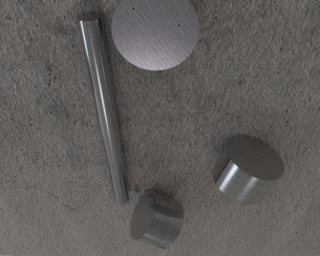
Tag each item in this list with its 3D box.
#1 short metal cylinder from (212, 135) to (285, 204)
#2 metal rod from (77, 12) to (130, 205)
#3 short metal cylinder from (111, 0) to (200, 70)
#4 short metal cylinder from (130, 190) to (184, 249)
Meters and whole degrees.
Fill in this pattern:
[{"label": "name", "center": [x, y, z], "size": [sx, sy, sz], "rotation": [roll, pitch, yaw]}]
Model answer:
[{"label": "short metal cylinder", "center": [0.118, 0.055, 0.419], "size": [0.081, 0.080, 0.050], "rotation": [12, 129, -10]}, {"label": "metal rod", "center": [-0.066, 0.002, 0.407], "size": [0.025, 0.025, 0.298], "rotation": [-1, 130, 1]}, {"label": "short metal cylinder", "center": [-0.004, -0.104, 0.302], "size": [0.081, 0.050, 0.079], "rotation": [0, 130, 0]}, {"label": "short metal cylinder", "center": [-0.006, 0.145, 0.495], "size": [0.050, 0.080, 0.080], "rotation": [26, 125, -20]}]
